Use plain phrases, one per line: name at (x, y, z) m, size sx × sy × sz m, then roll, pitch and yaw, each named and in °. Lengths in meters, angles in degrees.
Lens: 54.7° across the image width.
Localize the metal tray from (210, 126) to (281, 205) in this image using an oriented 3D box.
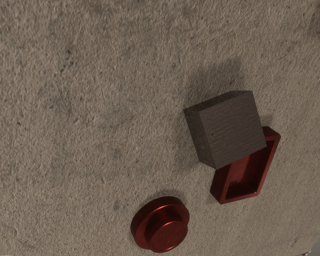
metal tray at (0.142, 0.063, 0.523) m, size 0.091 × 0.030 × 0.129 m, roll -6°, pitch 121°, yaw -26°

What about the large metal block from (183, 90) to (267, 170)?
large metal block at (0.088, 0.000, 0.422) m, size 0.081 × 0.050 × 0.080 m, roll -22°, pitch 103°, yaw -16°

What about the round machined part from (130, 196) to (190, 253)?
round machined part at (0.006, 0.162, 0.501) m, size 0.099 × 0.042 × 0.097 m, roll -14°, pitch 125°, yaw -21°
